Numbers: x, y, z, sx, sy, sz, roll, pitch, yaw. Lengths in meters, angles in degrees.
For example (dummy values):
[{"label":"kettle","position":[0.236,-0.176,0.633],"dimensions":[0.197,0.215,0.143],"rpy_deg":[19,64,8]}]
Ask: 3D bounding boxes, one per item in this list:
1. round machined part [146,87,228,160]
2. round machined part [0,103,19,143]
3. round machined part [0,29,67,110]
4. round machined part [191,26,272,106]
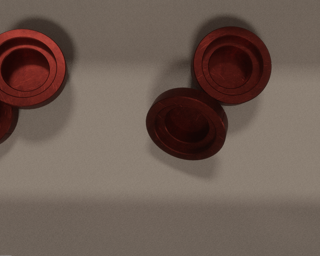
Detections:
[{"label":"round machined part","position":[0.036,-0.009,0.387],"dimensions":[0.098,0.042,0.097],"rpy_deg":[11,131,13]},{"label":"round machined part","position":[-0.240,-0.020,0.397],"dimensions":[0.099,0.042,0.097],"rpy_deg":[0,90,-5]},{"label":"round machined part","position":[-0.169,-0.071,0.394],"dimensions":[0.099,0.042,0.097],"rpy_deg":[1,82,-11]},{"label":"round machined part","position":[0.089,-0.077,0.402],"dimensions":[0.099,0.042,0.097],"rpy_deg":[0,87,-4]}]
